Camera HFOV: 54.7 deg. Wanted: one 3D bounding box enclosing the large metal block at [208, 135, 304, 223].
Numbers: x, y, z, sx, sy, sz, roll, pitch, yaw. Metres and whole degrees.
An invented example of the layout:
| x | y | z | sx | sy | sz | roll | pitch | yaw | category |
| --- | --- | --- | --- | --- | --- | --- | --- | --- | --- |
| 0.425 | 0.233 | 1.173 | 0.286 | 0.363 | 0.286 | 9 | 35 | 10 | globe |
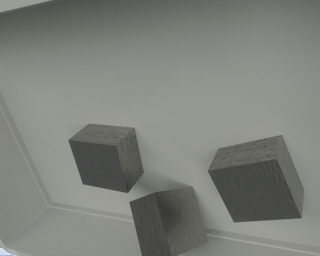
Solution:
| x | y | z | sx | sy | sz | roll | pitch | yaw | category |
| --- | --- | --- | --- | --- | --- | --- | --- | --- | --- |
| 0.116 | 0.063 | 0.370 | 0.080 | 0.050 | 0.080 | -16 | 110 | 34 | large metal block |

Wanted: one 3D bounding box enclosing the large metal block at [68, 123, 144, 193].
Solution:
| x | y | z | sx | sy | sz | roll | pitch | yaw | category |
| --- | --- | --- | --- | --- | --- | --- | --- | --- | --- |
| -0.077 | 0.043 | 0.458 | 0.080 | 0.050 | 0.079 | 5 | 121 | 25 | large metal block |

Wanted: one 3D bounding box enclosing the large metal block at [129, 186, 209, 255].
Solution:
| x | y | z | sx | sy | sz | roll | pitch | yaw | category |
| --- | --- | --- | --- | --- | --- | --- | --- | --- | --- |
| 0.013 | 0.130 | 0.425 | 0.050 | 0.081 | 0.080 | -29 | 68 | 37 | large metal block |

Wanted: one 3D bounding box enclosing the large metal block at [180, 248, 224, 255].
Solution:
| x | y | z | sx | sy | sz | roll | pitch | yaw | category |
| --- | --- | --- | --- | --- | --- | --- | --- | --- | --- |
| 0.067 | 0.247 | 0.511 | 0.080 | 0.050 | 0.080 | -6 | 116 | 30 | large metal block |
